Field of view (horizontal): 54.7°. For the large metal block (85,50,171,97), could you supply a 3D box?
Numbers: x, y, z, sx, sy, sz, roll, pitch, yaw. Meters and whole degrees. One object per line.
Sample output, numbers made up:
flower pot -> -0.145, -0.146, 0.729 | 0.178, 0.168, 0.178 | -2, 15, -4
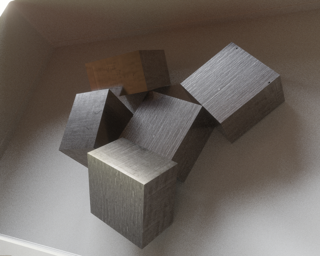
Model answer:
large metal block -> -0.041, -0.074, 0.426 | 0.080, 0.080, 0.050 | -8, 100, 25

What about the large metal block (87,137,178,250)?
large metal block -> -0.031, 0.067, 0.334 | 0.080, 0.079, 0.050 | 22, 31, 34

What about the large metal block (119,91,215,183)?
large metal block -> 0.007, 0.008, 0.379 | 0.080, 0.050, 0.080 | 21, 73, 35

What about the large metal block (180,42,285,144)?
large metal block -> 0.085, -0.043, 0.368 | 0.080, 0.050, 0.080 | -39, 51, 1

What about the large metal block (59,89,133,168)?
large metal block -> -0.074, 0.008, 0.401 | 0.050, 0.080, 0.080 | -5, 59, 25
